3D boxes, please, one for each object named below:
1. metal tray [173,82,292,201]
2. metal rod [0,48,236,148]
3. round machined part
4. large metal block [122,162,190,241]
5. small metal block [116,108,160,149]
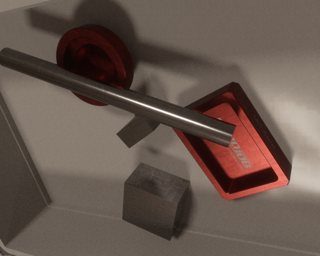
[{"bbox_3d":[0.084,0.021,0.372,0.090,0.030,0.130,-27,104,37],"label":"metal tray"},{"bbox_3d":[-0.061,-0.041,0.359,0.301,0.025,0.025,20,126,15],"label":"metal rod"},{"bbox_3d":[-0.076,-0.080,0.386,0.098,0.042,0.097,13,124,20],"label":"round machined part"},{"bbox_3d":[-0.007,0.109,0.462,0.080,0.050,0.079,19,126,16],"label":"large metal block"},{"bbox_3d":[-0.021,-0.006,0.398,0.025,0.050,0.050,49,128,-7],"label":"small metal block"}]
